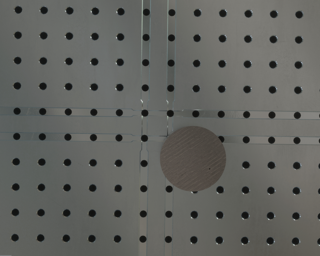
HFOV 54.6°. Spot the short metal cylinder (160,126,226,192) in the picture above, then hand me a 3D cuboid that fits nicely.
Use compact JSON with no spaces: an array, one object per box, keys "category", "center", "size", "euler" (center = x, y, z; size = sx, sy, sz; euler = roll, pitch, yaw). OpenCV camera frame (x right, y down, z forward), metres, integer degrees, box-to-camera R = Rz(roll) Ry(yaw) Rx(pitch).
[{"category":"short metal cylinder","center":[0.040,0.037,0.401],"size":[0.080,0.050,0.080],"euler":[0,90,0]}]
